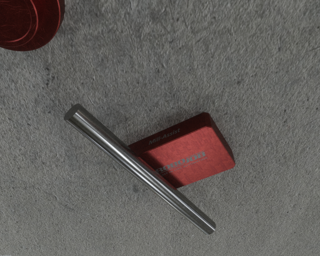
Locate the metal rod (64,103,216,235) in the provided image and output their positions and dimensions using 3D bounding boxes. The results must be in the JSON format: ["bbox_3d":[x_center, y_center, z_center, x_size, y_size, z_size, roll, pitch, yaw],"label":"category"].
[{"bbox_3d":[-0.009,0.072,0.428,0.025,0.025,0.300,-30,125,22],"label":"metal rod"}]

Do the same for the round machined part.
[{"bbox_3d":[-0.145,-0.117,0.294,0.099,0.042,0.097,-1,130,0],"label":"round machined part"}]

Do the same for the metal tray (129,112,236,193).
[{"bbox_3d":[0.028,0.041,0.439,0.130,0.030,0.090,-24,127,19],"label":"metal tray"}]
